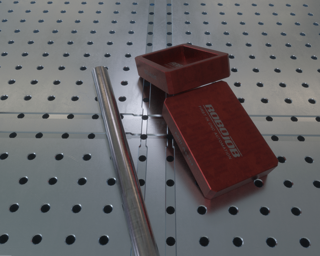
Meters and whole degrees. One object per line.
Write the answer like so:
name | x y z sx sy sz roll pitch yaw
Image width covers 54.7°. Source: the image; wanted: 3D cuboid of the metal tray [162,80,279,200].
metal tray | 0.069 0.010 0.380 0.091 0.030 0.130 -19 65 -16

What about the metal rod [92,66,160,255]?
metal rod | -0.051 0.025 0.386 0.025 0.025 0.300 -13 51 -10

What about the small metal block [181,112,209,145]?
small metal block | 0.061 -0.008 0.415 0.050 0.025 0.050 -18 53 -15

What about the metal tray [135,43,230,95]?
metal tray | 0.027 -0.089 0.443 0.091 0.030 0.130 -19 27 -16
